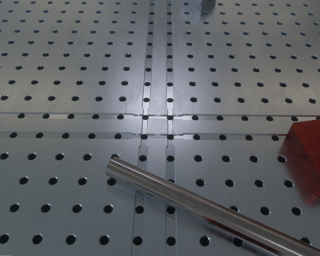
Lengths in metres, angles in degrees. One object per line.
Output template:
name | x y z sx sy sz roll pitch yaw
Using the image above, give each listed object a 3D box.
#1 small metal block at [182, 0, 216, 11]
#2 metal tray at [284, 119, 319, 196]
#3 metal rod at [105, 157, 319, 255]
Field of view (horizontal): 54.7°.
small metal block | 0.081 -0.271 0.636 0.050 0.025 0.050 35 58 25
metal tray | 0.236 0.028 0.382 0.131 0.030 0.090 -7 50 -6
metal rod | 0.076 0.099 0.324 0.301 0.025 0.025 22 53 17
